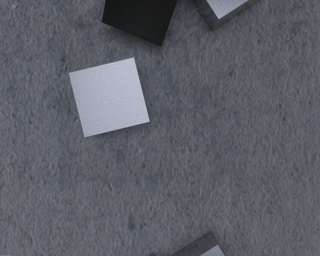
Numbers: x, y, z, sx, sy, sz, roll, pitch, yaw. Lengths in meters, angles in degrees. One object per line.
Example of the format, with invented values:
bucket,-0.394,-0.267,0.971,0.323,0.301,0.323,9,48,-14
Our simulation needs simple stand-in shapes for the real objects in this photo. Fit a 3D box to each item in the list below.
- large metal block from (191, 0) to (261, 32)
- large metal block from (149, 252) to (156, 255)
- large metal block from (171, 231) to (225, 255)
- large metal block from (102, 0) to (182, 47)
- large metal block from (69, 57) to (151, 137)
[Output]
large metal block,0.083,-0.186,0.398,0.080,0.050,0.080,-33,90,0
large metal block,-0.020,0.225,0.397,0.080,0.050,0.080,-32,90,0
large metal block,0.057,0.196,0.398,0.080,0.050,0.080,-32,90,0
large metal block,-0.017,-0.159,0.377,0.080,0.050,0.079,22,131,-1
large metal block,-0.061,-0.037,0.397,0.080,0.050,0.080,-14,90,-1
